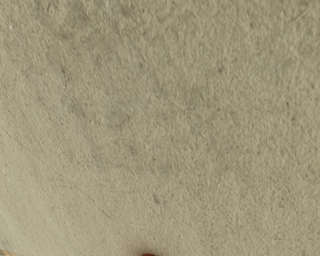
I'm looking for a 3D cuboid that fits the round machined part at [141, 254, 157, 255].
[{"bbox_3d":[-0.017,0.273,0.572,0.098,0.042,0.097,13,124,20],"label":"round machined part"}]
